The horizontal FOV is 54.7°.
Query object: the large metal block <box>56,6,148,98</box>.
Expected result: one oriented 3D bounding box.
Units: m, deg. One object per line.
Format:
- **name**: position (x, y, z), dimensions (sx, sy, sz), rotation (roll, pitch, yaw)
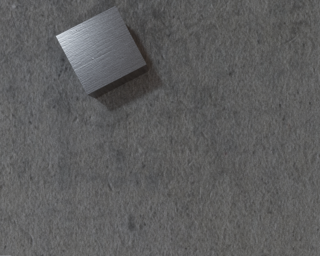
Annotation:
- **large metal block**: position (-0.071, -0.093, 0.397), dimensions (0.080, 0.050, 0.080), rotation (-28, 90, 0)
